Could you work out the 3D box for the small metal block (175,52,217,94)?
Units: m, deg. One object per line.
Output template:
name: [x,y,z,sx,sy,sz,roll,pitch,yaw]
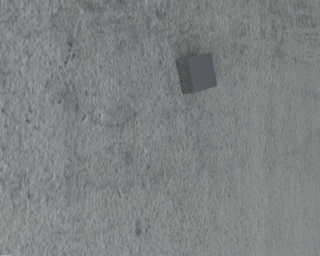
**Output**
small metal block: [0.054,-0.080,0.452,0.050,0.025,0.050,-21,104,-38]
